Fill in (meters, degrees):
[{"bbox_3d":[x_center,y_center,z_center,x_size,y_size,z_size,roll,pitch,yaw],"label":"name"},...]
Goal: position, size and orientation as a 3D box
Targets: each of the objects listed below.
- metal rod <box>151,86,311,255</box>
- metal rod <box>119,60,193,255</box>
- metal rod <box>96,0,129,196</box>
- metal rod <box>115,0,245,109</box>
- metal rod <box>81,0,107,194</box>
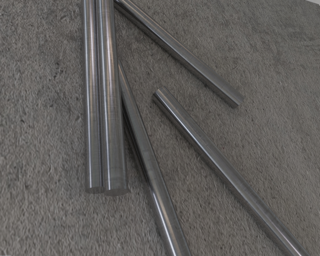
[{"bbox_3d":[0.093,0.063,0.414,0.025,0.025,0.300,-35,81,-38],"label":"metal rod"},{"bbox_3d":[-0.013,0.046,0.368,0.025,0.025,0.299,-8,66,-32],"label":"metal rod"},{"bbox_3d":[-0.063,-0.066,0.382,0.025,0.025,0.299,6,58,-25],"label":"metal rod"},{"bbox_3d":[0.013,-0.137,0.494,0.300,0.025,0.025,40,51,-1],"label":"metal rod"},{"bbox_3d":[-0.086,-0.065,0.396,0.025,0.025,0.299,6,59,-25],"label":"metal rod"}]
